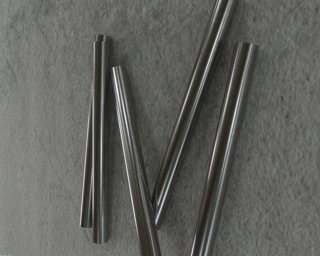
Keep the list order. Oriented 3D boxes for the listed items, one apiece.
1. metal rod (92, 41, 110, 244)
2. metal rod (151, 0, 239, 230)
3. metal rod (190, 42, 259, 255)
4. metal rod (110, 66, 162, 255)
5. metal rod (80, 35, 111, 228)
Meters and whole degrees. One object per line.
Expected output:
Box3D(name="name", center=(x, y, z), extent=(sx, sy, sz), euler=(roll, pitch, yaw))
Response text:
Box3D(name="metal rod", center=(-0.088, 0.025, 0.463), extent=(0.025, 0.025, 0.298), euler=(6, 97, 39))
Box3D(name="metal rod", center=(0.033, -0.009, 0.376), extent=(0.025, 0.025, 0.298), euler=(28, 107, 36))
Box3D(name="metal rod", center=(0.065, 0.057, 0.349), extent=(0.025, 0.025, 0.298), euler=(17, 101, 38))
Box3D(name="metal rod", center=(-0.032, 0.054, 0.404), extent=(0.025, 0.025, 0.299), euler=(-27, 66, 36))
Box3D(name="metal rod", center=(-0.102, 0.008, 0.485), extent=(0.025, 0.025, 0.298), euler=(9, 96, 39))
